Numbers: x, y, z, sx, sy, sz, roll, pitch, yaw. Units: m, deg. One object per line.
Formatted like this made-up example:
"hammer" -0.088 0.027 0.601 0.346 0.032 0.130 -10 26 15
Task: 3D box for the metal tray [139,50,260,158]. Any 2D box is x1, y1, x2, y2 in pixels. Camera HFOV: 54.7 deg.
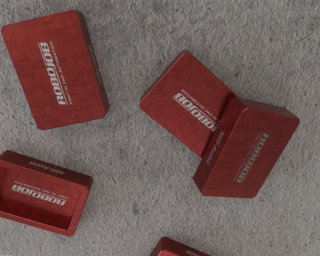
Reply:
"metal tray" 0.050 -0.024 0.399 0.130 0.030 0.090 39 105 -13

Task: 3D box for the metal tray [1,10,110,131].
"metal tray" -0.123 -0.069 0.381 0.090 0.030 0.129 -12 110 4

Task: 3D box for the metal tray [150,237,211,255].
"metal tray" 0.041 0.238 0.494 0.131 0.030 0.089 26 108 -10

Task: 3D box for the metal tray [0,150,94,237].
"metal tray" -0.172 0.094 0.440 0.131 0.030 0.089 19 109 -7

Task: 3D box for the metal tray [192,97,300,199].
"metal tray" 0.108 0.030 0.397 0.091 0.030 0.129 9 117 -25
